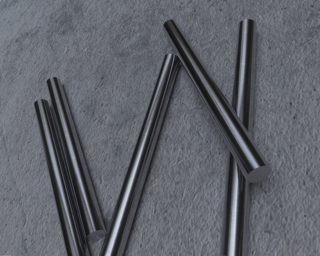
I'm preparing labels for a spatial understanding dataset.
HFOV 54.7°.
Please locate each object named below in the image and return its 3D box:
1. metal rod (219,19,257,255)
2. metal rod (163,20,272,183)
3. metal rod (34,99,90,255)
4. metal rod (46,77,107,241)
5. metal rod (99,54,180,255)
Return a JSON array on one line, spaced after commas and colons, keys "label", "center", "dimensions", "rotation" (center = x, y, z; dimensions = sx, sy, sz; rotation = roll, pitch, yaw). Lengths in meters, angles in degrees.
[{"label": "metal rod", "center": [0.094, -0.009, 0.359], "dimensions": [0.025, 0.025, 0.299], "rotation": [-3, 60, 26]}, {"label": "metal rod", "center": [0.054, -0.059, 0.389], "dimensions": [0.025, 0.025, 0.300], "rotation": [-29, 46, 9]}, {"label": "metal rod", "center": [-0.145, 0.062, 0.439], "dimensions": [0.025, 0.025, 0.300], "rotation": [-34, 52, 5]}, {"label": "metal rod", "center": [-0.132, 0.023, 0.456], "dimensions": [0.025, 0.025, 0.300], "rotation": [-33, 52, 6]}, {"label": "metal rod", "center": [-0.021, 0.031, 0.394], "dimensions": [0.025, 0.025, 0.300], "rotation": [3, 63, 29]}]
